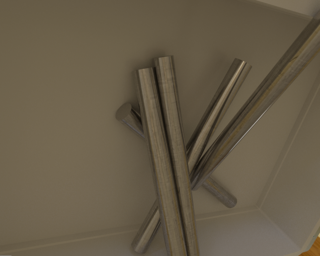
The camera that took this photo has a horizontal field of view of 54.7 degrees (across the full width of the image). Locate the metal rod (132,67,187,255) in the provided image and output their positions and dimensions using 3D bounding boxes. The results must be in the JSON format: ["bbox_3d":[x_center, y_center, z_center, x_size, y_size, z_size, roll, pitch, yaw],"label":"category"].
[{"bbox_3d":[0.006,0.076,0.384,0.025,0.025,0.298,-14,100,-21],"label":"metal rod"}]

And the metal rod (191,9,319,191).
[{"bbox_3d":[0.104,-0.015,0.360,0.025,0.025,0.298,1,139,-30],"label":"metal rod"}]

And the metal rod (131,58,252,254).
[{"bbox_3d":[0.039,0.045,0.426,0.025,0.025,0.298,21,102,-36],"label":"metal rod"}]

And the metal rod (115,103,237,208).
[{"bbox_3d":[0.042,0.057,0.469,0.025,0.025,0.300,-46,130,3],"label":"metal rod"}]

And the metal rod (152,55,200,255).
[{"bbox_3d":[0.025,0.059,0.401,0.025,0.025,0.298,-15,106,-21],"label":"metal rod"}]
